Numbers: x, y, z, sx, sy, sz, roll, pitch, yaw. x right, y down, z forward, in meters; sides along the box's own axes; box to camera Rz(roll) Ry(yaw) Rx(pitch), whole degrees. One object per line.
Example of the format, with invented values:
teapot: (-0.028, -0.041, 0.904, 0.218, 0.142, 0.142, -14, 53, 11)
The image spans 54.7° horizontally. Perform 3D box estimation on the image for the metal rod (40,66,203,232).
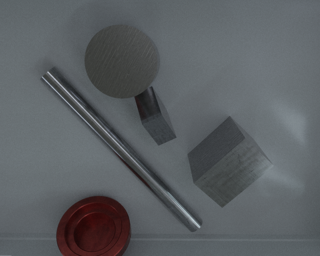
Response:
metal rod: (-0.043, 0.039, 0.424, 0.025, 0.025, 0.300, -38, 106, 12)

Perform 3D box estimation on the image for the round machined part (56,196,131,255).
round machined part: (-0.089, 0.149, 0.433, 0.099, 0.098, 0.042, -1, 139, 0)

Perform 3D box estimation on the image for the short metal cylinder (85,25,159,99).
short metal cylinder: (-0.042, -0.077, 0.364, 0.080, 0.050, 0.079, 1, 103, 3)

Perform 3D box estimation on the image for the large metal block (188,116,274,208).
large metal block: (0.085, 0.040, 0.398, 0.050, 0.080, 0.080, 42, 104, -14)

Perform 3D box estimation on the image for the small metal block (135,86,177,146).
small metal block: (-0.006, -0.014, 0.383, 0.025, 0.050, 0.050, -25, 141, 8)
